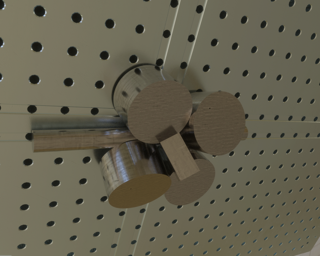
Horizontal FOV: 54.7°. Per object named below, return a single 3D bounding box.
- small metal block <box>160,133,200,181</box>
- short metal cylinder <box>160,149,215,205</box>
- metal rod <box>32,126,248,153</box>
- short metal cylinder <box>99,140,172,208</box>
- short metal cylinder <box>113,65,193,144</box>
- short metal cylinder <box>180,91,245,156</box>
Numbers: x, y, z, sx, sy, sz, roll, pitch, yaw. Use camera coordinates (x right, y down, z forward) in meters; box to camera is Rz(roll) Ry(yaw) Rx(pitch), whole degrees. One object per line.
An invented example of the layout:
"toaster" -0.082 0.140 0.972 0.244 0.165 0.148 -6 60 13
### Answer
"small metal block" 0.023 0.037 0.380 0.025 0.050 0.050 -27 170 -4
"short metal cylinder" 0.032 0.064 0.447 0.081 0.050 0.079 -14 124 -21
"metal rod" -0.006 0.011 0.410 0.303 0.025 0.025 -2 119 -28
"short metal cylinder" -0.032 0.060 0.394 0.081 0.050 0.080 -16 144 -11
"short metal cylinder" -0.009 -0.028 0.368 0.081 0.050 0.079 -14 124 -21
"short metal cylinder" 0.063 -0.008 0.403 0.081 0.050 0.079 -3 97 -28
